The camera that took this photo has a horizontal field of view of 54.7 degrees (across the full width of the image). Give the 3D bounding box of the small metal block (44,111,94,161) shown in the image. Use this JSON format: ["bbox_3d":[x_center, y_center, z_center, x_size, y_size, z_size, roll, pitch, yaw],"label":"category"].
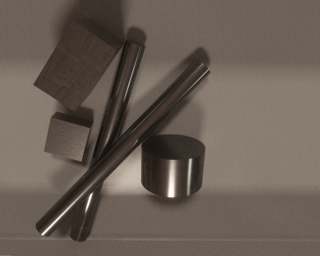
[{"bbox_3d":[-0.121,0.011,0.414,0.050,0.025,0.050,16,109,-7],"label":"small metal block"}]

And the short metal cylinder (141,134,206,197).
[{"bbox_3d":[0.016,0.046,0.399,0.081,0.080,0.050,2,110,-1],"label":"short metal cylinder"}]

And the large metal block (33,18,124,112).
[{"bbox_3d":[-0.088,-0.075,0.353,0.050,0.080,0.080,35,106,-12],"label":"large metal block"}]

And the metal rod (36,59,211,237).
[{"bbox_3d":[-0.051,0.029,0.399,0.025,0.025,0.300,43,96,-15],"label":"metal rod"}]

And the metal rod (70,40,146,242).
[{"bbox_3d":[-0.076,0.030,0.421,0.025,0.025,0.298,17,109,-7],"label":"metal rod"}]
